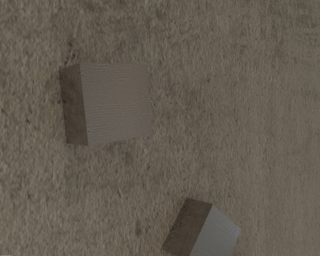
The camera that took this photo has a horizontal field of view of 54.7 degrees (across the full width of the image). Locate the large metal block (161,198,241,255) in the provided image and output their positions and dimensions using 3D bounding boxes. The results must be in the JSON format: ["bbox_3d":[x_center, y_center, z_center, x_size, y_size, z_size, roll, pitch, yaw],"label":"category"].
[{"bbox_3d":[0.061,0.159,0.443,0.080,0.050,0.080,45,63,-31],"label":"large metal block"}]

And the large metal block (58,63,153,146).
[{"bbox_3d":[-0.058,-0.027,0.341,0.081,0.050,0.079,-9,96,-40],"label":"large metal block"}]
